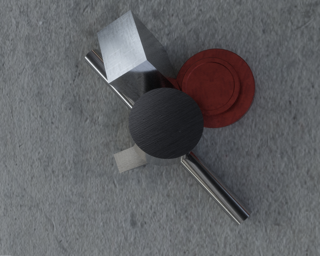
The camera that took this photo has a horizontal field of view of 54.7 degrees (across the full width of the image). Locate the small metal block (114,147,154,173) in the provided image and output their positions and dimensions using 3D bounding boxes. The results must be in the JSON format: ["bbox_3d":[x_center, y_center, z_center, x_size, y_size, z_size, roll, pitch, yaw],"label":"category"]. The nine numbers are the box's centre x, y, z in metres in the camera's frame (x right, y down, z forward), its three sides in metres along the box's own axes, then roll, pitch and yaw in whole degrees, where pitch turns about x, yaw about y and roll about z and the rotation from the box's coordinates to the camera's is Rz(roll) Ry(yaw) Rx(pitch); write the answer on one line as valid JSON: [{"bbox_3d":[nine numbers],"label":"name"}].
[{"bbox_3d":[-0.024,0.036,0.405,0.050,0.050,0.025,-22,82,18],"label":"small metal block"}]

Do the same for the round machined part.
[{"bbox_3d":[0.064,-0.048,0.377,0.098,0.042,0.097,0,90,19],"label":"round machined part"}]

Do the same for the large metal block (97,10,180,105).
[{"bbox_3d":[-0.025,-0.079,0.378,0.050,0.080,0.080,-28,59,19],"label":"large metal block"}]

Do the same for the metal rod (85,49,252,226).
[{"bbox_3d":[0.002,0.003,0.409,0.025,0.025,0.300,-47,76,14],"label":"metal rod"}]

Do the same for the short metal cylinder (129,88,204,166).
[{"bbox_3d":[0.005,0.000,0.355,0.081,0.050,0.080,1,74,-4],"label":"short metal cylinder"}]
